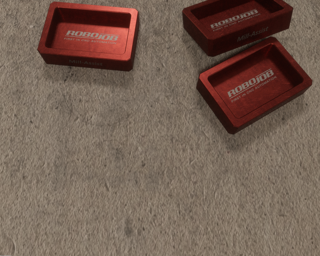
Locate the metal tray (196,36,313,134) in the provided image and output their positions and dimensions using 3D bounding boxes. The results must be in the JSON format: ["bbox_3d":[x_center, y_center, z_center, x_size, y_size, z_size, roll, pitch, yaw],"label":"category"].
[{"bbox_3d":[0.128,-0.061,0.429,0.131,0.030,0.090,-29,73,-11],"label":"metal tray"}]

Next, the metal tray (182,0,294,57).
[{"bbox_3d":[0.109,-0.159,0.449,0.131,0.030,0.090,-22,51,-8],"label":"metal tray"}]

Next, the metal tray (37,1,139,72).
[{"bbox_3d":[-0.101,-0.134,0.453,0.131,0.030,0.090,6,70,1],"label":"metal tray"}]
